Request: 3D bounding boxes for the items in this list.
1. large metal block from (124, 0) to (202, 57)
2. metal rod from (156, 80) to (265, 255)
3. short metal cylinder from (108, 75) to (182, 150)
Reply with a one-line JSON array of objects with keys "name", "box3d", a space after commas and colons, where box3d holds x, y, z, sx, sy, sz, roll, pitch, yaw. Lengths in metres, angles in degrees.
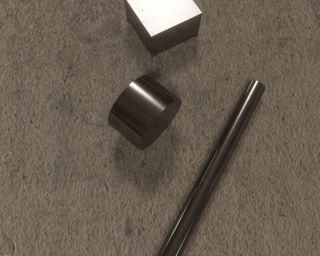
[{"name": "large metal block", "box3d": [0.003, -0.165, 0.455, 0.080, 0.050, 0.080, -28, 73, -10]}, {"name": "metal rod", "box3d": [0.060, 0.064, 0.385, 0.025, 0.025, 0.300, 28, 72, 9]}, {"name": "short metal cylinder", "box3d": [-0.018, -0.019, 0.386, 0.050, 0.080, 0.080, 39, 74, 12]}]
